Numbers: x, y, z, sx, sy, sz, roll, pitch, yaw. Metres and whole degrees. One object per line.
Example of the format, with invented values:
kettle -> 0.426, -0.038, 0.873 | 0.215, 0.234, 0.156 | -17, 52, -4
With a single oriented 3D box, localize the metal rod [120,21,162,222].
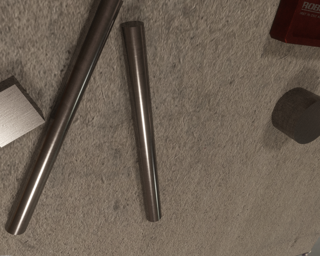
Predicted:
metal rod -> -0.020, 0.015, 0.406 | 0.025, 0.025, 0.298 | -18, 126, -19

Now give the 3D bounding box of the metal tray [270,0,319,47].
metal tray -> 0.223, -0.160, 0.428 | 0.131, 0.030, 0.089 | -3, 120, -28

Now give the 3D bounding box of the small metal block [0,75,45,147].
small metal block -> -0.154, -0.017, 0.313 | 0.050, 0.025, 0.050 | -32, 129, -8

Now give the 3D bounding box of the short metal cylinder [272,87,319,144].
short metal cylinder -> 0.233, -0.020, 0.509 | 0.081, 0.050, 0.079 | -14, 125, -21

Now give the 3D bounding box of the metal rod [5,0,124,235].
metal rod -> -0.113, -0.003, 0.343 | 0.025, 0.025, 0.298 | 16, 110, -35
